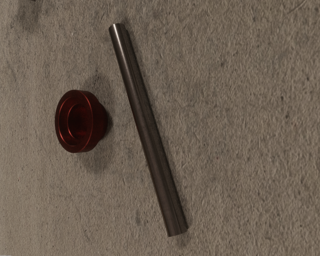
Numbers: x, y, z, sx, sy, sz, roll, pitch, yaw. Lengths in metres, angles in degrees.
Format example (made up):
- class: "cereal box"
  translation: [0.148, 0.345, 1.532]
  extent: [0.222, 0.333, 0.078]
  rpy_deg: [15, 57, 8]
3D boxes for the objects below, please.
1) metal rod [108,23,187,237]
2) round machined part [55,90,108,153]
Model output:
- class: "metal rod"
  translation: [-0.021, -0.007, 0.419]
  extent: [0.025, 0.025, 0.299]
  rpy_deg: [-27, 73, 36]
- class: "round machined part"
  translation: [-0.121, -0.010, 0.491]
  extent: [0.098, 0.042, 0.097]
  rpy_deg: [0, 90, 39]
